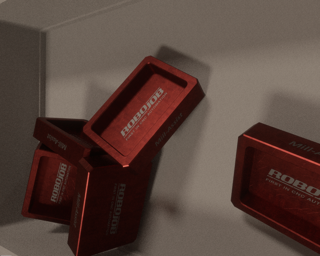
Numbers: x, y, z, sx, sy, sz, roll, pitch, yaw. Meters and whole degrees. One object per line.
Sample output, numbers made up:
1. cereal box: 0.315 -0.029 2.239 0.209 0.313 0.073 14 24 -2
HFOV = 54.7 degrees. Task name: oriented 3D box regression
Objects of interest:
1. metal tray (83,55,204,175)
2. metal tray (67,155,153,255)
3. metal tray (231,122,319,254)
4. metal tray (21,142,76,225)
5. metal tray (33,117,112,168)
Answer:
1. metal tray: -0.021 -0.019 0.378 0.090 0.030 0.130 34 80 34
2. metal tray: -0.065 0.099 0.405 0.030 0.091 0.129 31 116 46
3. metal tray: 0.130 0.058 0.273 0.130 0.030 0.089 25 130 37
4. metal tray: -0.156 0.089 0.484 0.030 0.091 0.129 -101 30 -63
5. metal tray: -0.111 0.019 0.452 0.130 0.091 0.030 24 104 37
